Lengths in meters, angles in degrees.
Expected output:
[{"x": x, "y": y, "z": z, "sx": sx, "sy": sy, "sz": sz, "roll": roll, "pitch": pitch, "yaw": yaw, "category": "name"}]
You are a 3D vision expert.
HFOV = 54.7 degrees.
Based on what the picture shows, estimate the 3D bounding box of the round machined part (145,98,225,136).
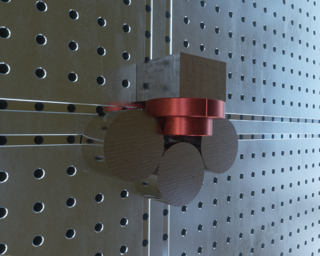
[{"x": 0.031, "y": -0.011, "z": 0.385, "sx": 0.099, "sy": 0.098, "sz": 0.042, "roll": 2, "pitch": 88, "yaw": -40, "category": "round machined part"}]

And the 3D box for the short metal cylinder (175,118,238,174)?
[{"x": 0.069, "y": 0.024, "z": 0.451, "sx": 0.081, "sy": 0.050, "sz": 0.079, "roll": 0, "pitch": 90, "yaw": -40, "category": "short metal cylinder"}]

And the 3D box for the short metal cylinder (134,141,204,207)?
[{"x": 0.012, "y": 0.057, "z": 0.403, "sx": 0.081, "sy": 0.050, "sz": 0.079, "roll": 0, "pitch": 90, "yaw": -40, "category": "short metal cylinder"}]

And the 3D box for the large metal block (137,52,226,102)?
[{"x": 0.027, "y": -0.058, "z": 0.395, "sx": 0.081, "sy": 0.080, "sz": 0.050, "roll": 1, "pitch": 90, "yaw": -40, "category": "large metal block"}]

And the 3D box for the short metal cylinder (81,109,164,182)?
[{"x": -0.042, "y": 0.019, "z": 0.358, "sx": 0.081, "sy": 0.050, "sz": 0.079, "roll": 0, "pitch": 90, "yaw": -40, "category": "short metal cylinder"}]
